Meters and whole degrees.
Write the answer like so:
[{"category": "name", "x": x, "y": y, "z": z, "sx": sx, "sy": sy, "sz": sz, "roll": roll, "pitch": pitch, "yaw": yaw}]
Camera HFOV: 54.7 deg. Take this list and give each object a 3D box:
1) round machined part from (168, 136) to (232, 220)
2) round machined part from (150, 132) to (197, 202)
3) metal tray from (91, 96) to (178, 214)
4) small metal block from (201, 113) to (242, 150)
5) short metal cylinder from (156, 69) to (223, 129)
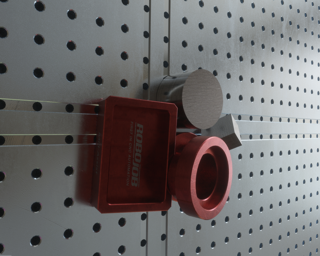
[{"category": "round machined part", "x": 0.046, "y": 0.058, "z": 0.377, "sx": 0.099, "sy": 0.042, "sz": 0.097, "roll": -4, "pitch": 95, "yaw": -50}, {"category": "round machined part", "x": 0.037, "y": 0.054, "z": 0.430, "sx": 0.099, "sy": 0.042, "sz": 0.097, "roll": 0, "pitch": 90, "yaw": -40}, {"category": "metal tray", "x": -0.029, "y": 0.032, "z": 0.369, "sx": 0.091, "sy": 0.030, "sz": 0.129, "roll": 5, "pitch": 87, "yaw": -26}, {"category": "small metal block", "x": 0.090, "y": 0.011, "z": 0.458, "sx": 0.025, "sy": 0.050, "sz": 0.050, "roll": 55, "pitch": 23, "yaw": -27}, {"category": "short metal cylinder", "x": 0.042, "y": -0.038, "z": 0.430, "sx": 0.081, "sy": 0.050, "sz": 0.079, "roll": 0, "pitch": 90, "yaw": -40}]
